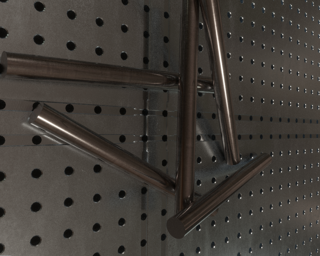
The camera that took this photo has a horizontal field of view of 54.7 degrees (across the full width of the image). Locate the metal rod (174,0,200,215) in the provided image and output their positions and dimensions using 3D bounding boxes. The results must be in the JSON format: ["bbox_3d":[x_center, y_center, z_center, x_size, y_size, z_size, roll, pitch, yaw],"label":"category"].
[{"bbox_3d":[0.036,-0.028,0.407,0.025,0.025,0.298,3,88,-40],"label":"metal rod"}]

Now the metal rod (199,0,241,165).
[{"bbox_3d":[0.087,-0.074,0.447,0.025,0.025,0.298,-35,124,-35],"label":"metal rod"}]

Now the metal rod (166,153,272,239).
[{"bbox_3d":[0.107,0.084,0.460,0.302,0.025,0.025,-16,101,-52],"label":"metal rod"}]

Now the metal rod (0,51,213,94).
[{"bbox_3d":[-0.030,-0.062,0.385,0.302,0.025,0.025,-2,91,-40],"label":"metal rod"}]

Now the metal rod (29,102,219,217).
[{"bbox_3d":[-0.021,0.055,0.393,0.301,0.025,0.025,35,69,-35],"label":"metal rod"}]
